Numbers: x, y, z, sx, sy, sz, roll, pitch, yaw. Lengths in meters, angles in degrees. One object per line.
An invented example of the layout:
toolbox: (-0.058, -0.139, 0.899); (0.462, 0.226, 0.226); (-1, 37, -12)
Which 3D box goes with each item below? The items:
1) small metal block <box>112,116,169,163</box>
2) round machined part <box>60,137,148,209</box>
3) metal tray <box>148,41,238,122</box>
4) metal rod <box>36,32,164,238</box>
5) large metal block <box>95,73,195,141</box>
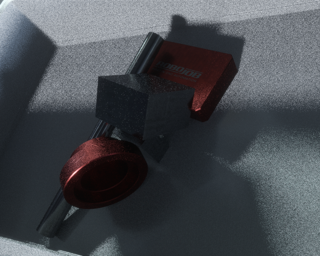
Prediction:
small metal block: (-0.024, 0.015, 0.392); (0.050, 0.050, 0.025); (24, 75, 36)
round machined part: (-0.067, 0.048, 0.363); (0.098, 0.098, 0.042); (-35, 52, 4)
metal tray: (0.028, -0.070, 0.430); (0.130, 0.030, 0.090); (24, 74, 36)
metal rod: (-0.076, 0.004, 0.415); (0.025, 0.025, 0.299); (24, 82, 36)
large metal block: (-0.018, -0.030, 0.369); (0.080, 0.081, 0.050); (24, 115, 36)
